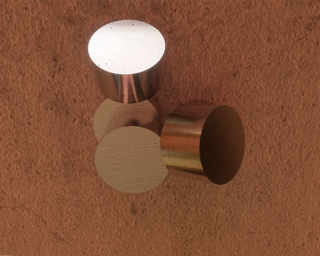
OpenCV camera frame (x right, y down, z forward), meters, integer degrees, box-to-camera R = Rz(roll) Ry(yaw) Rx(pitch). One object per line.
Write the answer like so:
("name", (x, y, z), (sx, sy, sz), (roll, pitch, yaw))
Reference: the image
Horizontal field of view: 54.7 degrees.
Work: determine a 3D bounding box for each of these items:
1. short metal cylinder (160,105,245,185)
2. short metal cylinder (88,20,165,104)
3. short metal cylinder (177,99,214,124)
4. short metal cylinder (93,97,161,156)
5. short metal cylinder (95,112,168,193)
("short metal cylinder", (0.047, 0.016, 0.327), (0.050, 0.081, 0.080), (3, 118, 45))
("short metal cylinder", (-0.035, -0.074, 0.347), (0.081, 0.080, 0.050), (0, 149, -1))
("short metal cylinder", (0.051, 0.008, 0.401), (0.081, 0.050, 0.079), (0, 110, -1))
("short metal cylinder", (-0.039, -0.011, 0.393), (0.081, 0.050, 0.079), (0, 110, -1))
("short metal cylinder", (-0.029, 0.027, 0.353), (0.081, 0.050, 0.079), (0, 110, -1))
